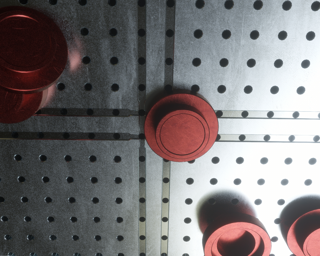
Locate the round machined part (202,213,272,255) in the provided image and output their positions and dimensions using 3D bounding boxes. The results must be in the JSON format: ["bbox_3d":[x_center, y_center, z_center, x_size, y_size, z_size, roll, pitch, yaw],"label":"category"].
[{"bbox_3d":[0.113,0.169,0.468,0.099,0.042,0.097,0,110,-1],"label":"round machined part"}]

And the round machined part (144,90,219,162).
[{"bbox_3d":[0.028,0.002,0.405,0.099,0.042,0.097,0,110,-1],"label":"round machined part"}]

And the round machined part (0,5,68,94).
[{"bbox_3d":[-0.153,-0.089,0.344,0.099,0.042,0.097,3,83,-24],"label":"round machined part"}]

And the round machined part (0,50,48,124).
[{"bbox_3d":[-0.195,-0.051,0.383,0.099,0.042,0.097,0,110,-1],"label":"round machined part"}]

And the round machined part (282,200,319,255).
[{"bbox_3d":[0.241,0.162,0.468,0.099,0.042,0.097,0,110,-1],"label":"round machined part"}]
